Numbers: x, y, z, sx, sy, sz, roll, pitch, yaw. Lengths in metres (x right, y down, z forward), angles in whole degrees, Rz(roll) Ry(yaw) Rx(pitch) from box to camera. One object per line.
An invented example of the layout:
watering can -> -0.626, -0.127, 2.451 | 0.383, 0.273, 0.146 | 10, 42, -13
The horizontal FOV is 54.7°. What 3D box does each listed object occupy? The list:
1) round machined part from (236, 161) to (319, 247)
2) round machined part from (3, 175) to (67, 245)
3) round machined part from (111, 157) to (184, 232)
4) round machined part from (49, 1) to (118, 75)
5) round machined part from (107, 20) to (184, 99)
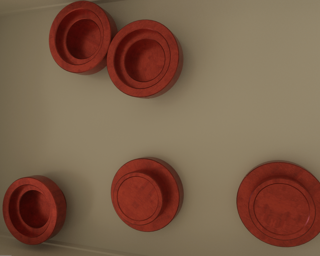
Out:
round machined part -> 0.137, 0.087, 0.353 | 0.098, 0.042, 0.097 | 0, 90, 19
round machined part -> -0.181, 0.119, 0.464 | 0.098, 0.042, 0.097 | 0, 90, 19
round machined part -> -0.022, 0.089, 0.408 | 0.098, 0.042, 0.097 | 0, 90, 19
round machined part -> -0.102, -0.123, 0.436 | 0.098, 0.042, 0.097 | 0, 90, 19
round machined part -> -0.016, -0.087, 0.406 | 0.098, 0.042, 0.097 | 0, 90, 19
